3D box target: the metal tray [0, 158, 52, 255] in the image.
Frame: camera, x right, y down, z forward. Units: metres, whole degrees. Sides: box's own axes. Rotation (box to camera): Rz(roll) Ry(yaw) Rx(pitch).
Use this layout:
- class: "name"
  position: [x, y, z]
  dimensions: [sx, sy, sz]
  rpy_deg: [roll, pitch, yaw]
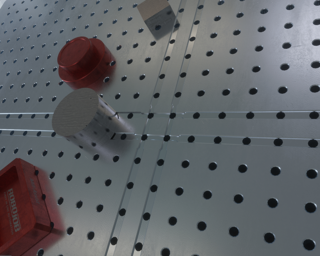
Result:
- class: "metal tray"
  position: [-0.215, 0.117, 0.445]
  dimensions: [0.090, 0.030, 0.130]
  rpy_deg: [-38, 51, 2]

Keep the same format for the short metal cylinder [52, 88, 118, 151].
- class: "short metal cylinder"
  position: [-0.110, -0.012, 0.458]
  dimensions: [0.080, 0.050, 0.080]
  rpy_deg: [-13, 56, 21]

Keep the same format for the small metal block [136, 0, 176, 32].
- class: "small metal block"
  position: [-0.007, -0.203, 0.537]
  dimensions: [0.050, 0.025, 0.050]
  rpy_deg: [-29, 52, 9]

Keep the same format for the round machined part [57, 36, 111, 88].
- class: "round machined part"
  position: [-0.140, -0.122, 0.546]
  dimensions: [0.098, 0.042, 0.098]
  rpy_deg: [-13, 56, 21]
